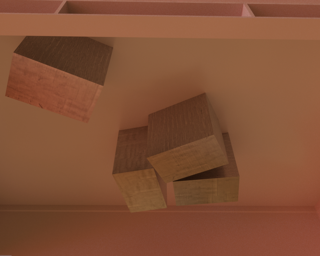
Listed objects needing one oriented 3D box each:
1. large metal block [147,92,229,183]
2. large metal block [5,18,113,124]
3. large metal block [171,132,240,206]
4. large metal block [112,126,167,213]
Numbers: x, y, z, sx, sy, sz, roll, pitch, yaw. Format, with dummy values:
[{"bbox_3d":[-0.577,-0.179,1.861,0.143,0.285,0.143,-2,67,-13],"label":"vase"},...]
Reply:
[{"bbox_3d":[0.032,0.012,0.383,0.080,0.080,0.050,-21,127,16],"label":"large metal block"},{"bbox_3d":[-0.100,-0.060,0.320,0.080,0.080,0.050,20,127,-16],"label":"large metal block"},{"bbox_3d":[0.058,0.054,0.420,0.080,0.080,0.050,-5,130,4],"label":"large metal block"},{"bbox_3d":[-0.024,0.055,0.419,0.050,0.080,0.080,-10,130,8],"label":"large metal block"}]
